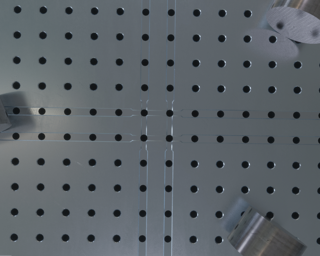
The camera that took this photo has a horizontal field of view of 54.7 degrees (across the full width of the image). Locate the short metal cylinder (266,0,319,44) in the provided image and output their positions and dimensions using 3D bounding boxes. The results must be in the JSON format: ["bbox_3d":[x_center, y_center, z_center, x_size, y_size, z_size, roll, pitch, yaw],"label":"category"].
[{"bbox_3d":[0.182,-0.149,0.387,0.080,0.080,0.050,28,90,0],"label":"short metal cylinder"}]

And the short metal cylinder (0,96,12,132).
[{"bbox_3d":[-0.235,-0.014,0.384,0.080,0.080,0.050,-22,90,0],"label":"short metal cylinder"}]

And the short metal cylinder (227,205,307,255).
[{"bbox_3d":[0.132,0.142,0.387,0.080,0.080,0.050,35,90,0],"label":"short metal cylinder"}]
